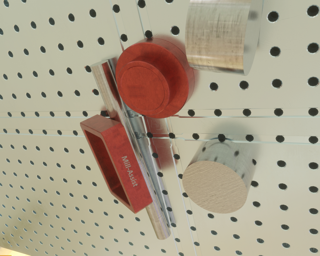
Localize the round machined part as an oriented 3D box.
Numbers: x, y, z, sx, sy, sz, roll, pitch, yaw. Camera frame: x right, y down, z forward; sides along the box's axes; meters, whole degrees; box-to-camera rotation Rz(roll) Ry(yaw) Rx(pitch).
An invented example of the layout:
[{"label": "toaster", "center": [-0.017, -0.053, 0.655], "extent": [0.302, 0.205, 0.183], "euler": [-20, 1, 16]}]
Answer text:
[{"label": "round machined part", "center": [-0.012, -0.054, 0.373], "extent": [0.098, 0.042, 0.097], "euler": [13, 124, 21]}]

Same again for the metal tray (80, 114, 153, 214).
[{"label": "metal tray", "center": [-0.063, 0.049, 0.444], "extent": [0.090, 0.030, 0.129], "euler": [17, 131, 56]}]

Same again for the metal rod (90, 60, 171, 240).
[{"label": "metal rod", "center": [-0.036, 0.047, 0.459], "extent": [0.025, 0.025, 0.298], "euler": [-4, 117, 30]}]

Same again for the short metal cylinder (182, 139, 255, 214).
[{"label": "short metal cylinder", "center": [0.075, 0.061, 0.393], "extent": [0.080, 0.050, 0.079], "euler": [13, 124, 21]}]

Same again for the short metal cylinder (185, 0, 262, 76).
[{"label": "short metal cylinder", "center": [0.061, -0.091, 0.287], "extent": [0.050, 0.080, 0.079], "euler": [11, 123, 22]}]
